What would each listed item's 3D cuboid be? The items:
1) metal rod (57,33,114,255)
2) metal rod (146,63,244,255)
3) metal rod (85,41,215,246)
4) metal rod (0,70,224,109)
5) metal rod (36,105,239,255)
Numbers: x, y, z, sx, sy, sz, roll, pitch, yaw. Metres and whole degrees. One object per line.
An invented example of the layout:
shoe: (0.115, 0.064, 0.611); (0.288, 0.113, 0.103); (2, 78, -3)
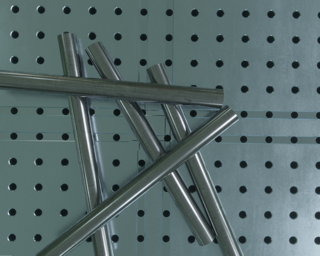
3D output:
metal rod: (-0.099, 0.025, 0.411); (0.025, 0.025, 0.298); (-10, 90, 0)
metal rod: (0.051, 0.056, 0.414); (0.025, 0.025, 0.299); (-23, 90, 0)
metal rod: (-0.013, 0.021, 0.413); (0.025, 0.025, 0.299); (-30, 90, 0)
metal rod: (-0.073, -0.049, 0.388); (0.302, 0.025, 0.025); (5, 90, -1)
metal rod: (-0.028, 0.073, 0.388); (0.300, 0.025, 0.025); (-38, 90, -1)
